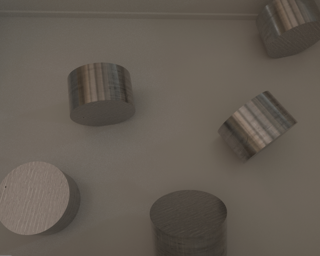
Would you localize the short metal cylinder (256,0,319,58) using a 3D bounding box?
[{"bbox_3d":[0.182,-0.142,0.433,0.081,0.080,0.050,-13,71,-5],"label":"short metal cylinder"}]

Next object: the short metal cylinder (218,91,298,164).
[{"bbox_3d":[0.119,0.000,0.381,0.080,0.080,0.050,-34,74,-12],"label":"short metal cylinder"}]

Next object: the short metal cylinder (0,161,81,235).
[{"bbox_3d":[-0.140,0.084,0.365,0.081,0.050,0.080,0,70,0],"label":"short metal cylinder"}]

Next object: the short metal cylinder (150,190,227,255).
[{"bbox_3d":[0.031,0.110,0.333,0.081,0.080,0.050,-5,110,-2],"label":"short metal cylinder"}]

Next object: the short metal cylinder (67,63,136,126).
[{"bbox_3d":[-0.075,-0.040,0.394,0.081,0.080,0.050,-9,71,-3],"label":"short metal cylinder"}]
